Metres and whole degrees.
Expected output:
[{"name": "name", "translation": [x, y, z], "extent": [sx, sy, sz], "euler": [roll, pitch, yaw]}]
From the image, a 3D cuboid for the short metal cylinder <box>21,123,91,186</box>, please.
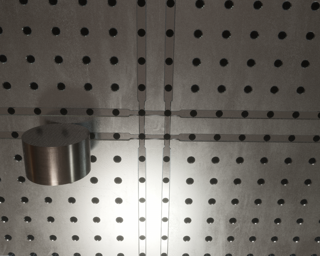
[{"name": "short metal cylinder", "translation": [-0.130, 0.031, 0.394], "extent": [0.081, 0.080, 0.050], "euler": [2, 110, -1]}]
